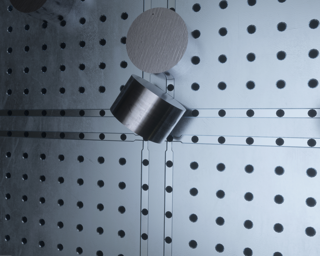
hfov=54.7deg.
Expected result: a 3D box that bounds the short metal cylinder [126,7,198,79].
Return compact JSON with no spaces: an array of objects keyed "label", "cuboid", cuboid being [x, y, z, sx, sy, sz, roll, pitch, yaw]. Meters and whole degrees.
[{"label":"short metal cylinder","cuboid":[0.004,-0.106,0.398,0.080,0.050,0.079,0,90,20]}]

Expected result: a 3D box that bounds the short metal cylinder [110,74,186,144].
[{"label":"short metal cylinder","cuboid":[-0.015,-0.024,0.388,0.080,0.080,0.050,38,102,16]}]

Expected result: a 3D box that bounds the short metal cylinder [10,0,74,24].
[{"label":"short metal cylinder","cuboid":[-0.176,-0.203,0.461,0.080,0.050,0.079,0,90,20]}]
